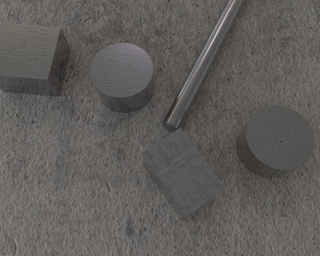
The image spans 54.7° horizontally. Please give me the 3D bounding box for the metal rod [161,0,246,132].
[{"bbox_3d":[0.080,-0.126,0.454,0.025,0.025,0.300,25,72,9],"label":"metal rod"}]

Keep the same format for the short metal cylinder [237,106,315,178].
[{"bbox_3d":[0.142,0.018,0.389,0.081,0.050,0.080,0,70,0],"label":"short metal cylinder"}]

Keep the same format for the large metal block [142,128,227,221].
[{"bbox_3d":[0.024,0.057,0.358,0.050,0.080,0.080,-33,74,-11],"label":"large metal block"}]

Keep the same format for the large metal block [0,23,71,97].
[{"bbox_3d":[-0.178,-0.093,0.428,0.080,0.050,0.080,5,70,2],"label":"large metal block"}]

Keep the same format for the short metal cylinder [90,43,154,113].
[{"bbox_3d":[-0.049,-0.067,0.419,0.081,0.050,0.080,0,70,0],"label":"short metal cylinder"}]
